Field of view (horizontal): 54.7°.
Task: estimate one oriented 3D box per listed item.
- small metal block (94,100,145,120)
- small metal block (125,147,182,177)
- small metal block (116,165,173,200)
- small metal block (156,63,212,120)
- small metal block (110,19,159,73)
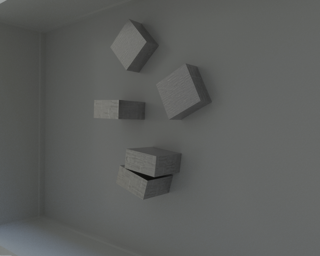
[{"bbox_3d":[-0.057,-0.025,0.435,0.050,0.050,0.025,4,93,39],"label":"small metal block"},{"bbox_3d":[-0.008,0.042,0.396,0.050,0.050,0.025,10,96,39],"label":"small metal block"},{"bbox_3d":[-0.020,0.067,0.405,0.050,0.050,0.025,22,104,37],"label":"small metal block"},{"bbox_3d":[0.029,-0.043,0.382,0.050,0.025,0.050,-31,71,35],"label":"small metal block"},{"bbox_3d":[-0.037,-0.115,0.435,0.050,0.025,0.050,-49,62,29],"label":"small metal block"}]
